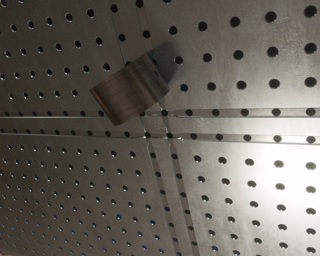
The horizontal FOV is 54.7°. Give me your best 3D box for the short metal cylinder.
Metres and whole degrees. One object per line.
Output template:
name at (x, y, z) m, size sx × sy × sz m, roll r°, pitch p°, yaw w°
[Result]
short metal cylinder at (-0.035, -0.045, 0.365) m, size 0.080 × 0.080 × 0.050 m, roll -24°, pitch 105°, yaw 36°
